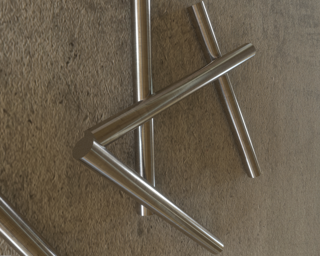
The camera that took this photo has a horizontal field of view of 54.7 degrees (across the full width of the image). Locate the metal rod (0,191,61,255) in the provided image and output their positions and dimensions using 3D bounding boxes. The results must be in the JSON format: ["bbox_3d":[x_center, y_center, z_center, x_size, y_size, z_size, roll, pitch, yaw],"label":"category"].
[{"bbox_3d":[-0.140,0.087,0.287,0.025,0.025,0.299,-45,117,-30],"label":"metal rod"}]

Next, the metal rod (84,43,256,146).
[{"bbox_3d":[0.035,-0.054,0.399,0.302,0.025,0.025,-33,111,-35],"label":"metal rod"}]

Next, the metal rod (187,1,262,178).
[{"bbox_3d":[0.108,-0.049,0.494,0.025,0.025,0.299,-37,113,-34],"label":"metal rod"}]

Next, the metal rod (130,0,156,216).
[{"bbox_3d":[-0.021,-0.042,0.386,0.025,0.025,0.298,-3,92,-40],"label":"metal rod"}]

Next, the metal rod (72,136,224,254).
[{"bbox_3d":[0.008,0.100,0.380,0.300,0.025,0.025,46,62,-41],"label":"metal rod"}]
